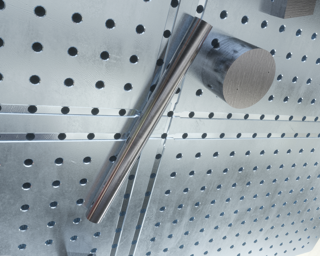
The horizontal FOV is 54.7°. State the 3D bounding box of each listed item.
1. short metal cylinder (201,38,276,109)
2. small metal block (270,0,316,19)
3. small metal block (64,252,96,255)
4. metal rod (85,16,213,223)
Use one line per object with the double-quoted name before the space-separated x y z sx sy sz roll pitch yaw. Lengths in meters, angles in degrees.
"short metal cylinder" 0.102 -0.072 0.406 0.081 0.050 0.079 -14 124 -21
"small metal block" 0.176 -0.172 0.400 0.050 0.025 0.050 -15 125 -20
"small metal block" -0.118 0.216 0.464 0.050 0.050 0.025 23 106 -37
"metal rod" -0.021 0.001 0.399 0.025 0.025 0.298 19 108 -36
